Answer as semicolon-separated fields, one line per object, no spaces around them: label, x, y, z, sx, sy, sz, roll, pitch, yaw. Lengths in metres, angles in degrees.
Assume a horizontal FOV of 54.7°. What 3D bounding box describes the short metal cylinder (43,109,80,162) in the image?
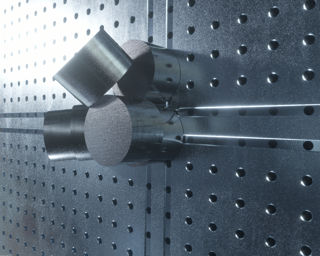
short metal cylinder;-0.143;0.010;0.483;0.050;0.080;0.080;-6;85;-2

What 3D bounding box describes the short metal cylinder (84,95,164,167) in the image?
short metal cylinder;-0.043;0.003;0.361;0.080;0.050;0.080;0;90;40

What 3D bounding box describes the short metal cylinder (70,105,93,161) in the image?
short metal cylinder;-0.091;0.005;0.439;0.050;0.080;0.080;-5;86;-2

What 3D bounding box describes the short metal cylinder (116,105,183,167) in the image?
short metal cylinder;-0.017;0.009;0.406;0.080;0.050;0.080;0;90;40

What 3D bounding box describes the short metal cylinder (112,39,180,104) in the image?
short metal cylinder;-0.020;-0.072;0.409;0.080;0.050;0.079;0;90;40

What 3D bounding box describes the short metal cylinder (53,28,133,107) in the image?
short metal cylinder;-0.078;-0.070;0.364;0.080;0.080;0.050;-30;115;36
